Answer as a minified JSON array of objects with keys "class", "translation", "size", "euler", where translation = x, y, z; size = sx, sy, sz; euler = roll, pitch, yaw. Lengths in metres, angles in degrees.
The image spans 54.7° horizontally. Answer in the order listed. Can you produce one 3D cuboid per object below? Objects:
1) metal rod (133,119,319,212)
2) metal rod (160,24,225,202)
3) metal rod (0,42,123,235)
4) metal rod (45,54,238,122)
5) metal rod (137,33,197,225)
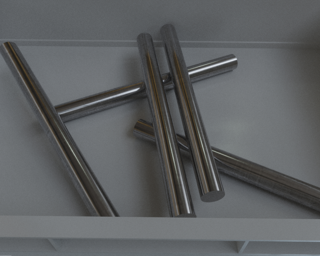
[{"class":"metal rod","translation":[0.106,0.052,0.362],"size":[0.301,0.025,0.025],"euler":[21,53,17]},{"class":"metal rod","translation":[0.033,-0.044,0.408],"size":[0.025,0.025,0.300],"euler":[-6,50,-5]},{"class":"metal rod","translation":[-0.133,-0.005,0.380],"size":[0.025,0.025,0.300],"euler":[-28,64,-21]},{"class":"metal rod","translation":[-0.021,-0.059,0.453],"size":[0.302,0.025,0.025],"euler":[-19,53,-16]},{"class":"metal rod","translation":[-0.001,-0.026,0.392],"size":[0.025,0.025,0.300],"euler":[-7,50,-6]}]
